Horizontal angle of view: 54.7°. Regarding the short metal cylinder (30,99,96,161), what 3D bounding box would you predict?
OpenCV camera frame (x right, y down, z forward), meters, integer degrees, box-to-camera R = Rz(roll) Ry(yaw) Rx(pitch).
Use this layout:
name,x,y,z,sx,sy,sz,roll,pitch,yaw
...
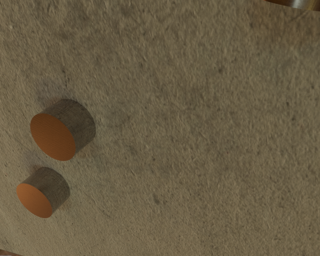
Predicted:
name,x,y,z,sx,sy,sz,roll,pitch,yaw
short metal cylinder,-0.145,0.003,0.466,0.080,0.050,0.079,13,124,20

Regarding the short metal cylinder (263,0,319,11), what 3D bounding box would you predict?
name,x,y,z,sx,sy,sz,roll,pitch,yaw
short metal cylinder,0.111,-0.125,0.235,0.080,0.080,0.050,19,126,16

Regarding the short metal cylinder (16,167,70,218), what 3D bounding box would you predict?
name,x,y,z,sx,sy,sz,roll,pitch,yaw
short metal cylinder,-0.216,0.120,0.575,0.080,0.050,0.079,13,124,20
